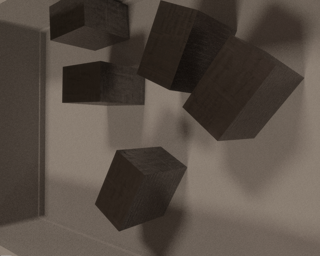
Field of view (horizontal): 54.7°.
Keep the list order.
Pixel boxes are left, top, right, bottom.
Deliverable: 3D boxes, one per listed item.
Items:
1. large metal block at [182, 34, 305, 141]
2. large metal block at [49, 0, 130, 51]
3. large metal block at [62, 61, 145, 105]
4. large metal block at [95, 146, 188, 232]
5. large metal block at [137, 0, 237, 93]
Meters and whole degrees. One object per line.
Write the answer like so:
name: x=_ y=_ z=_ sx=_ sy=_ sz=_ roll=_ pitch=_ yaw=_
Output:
large metal block: x=0.082 y=-0.035 z=0.302 sx=0.050 sy=0.081 sz=0.080 roll=47 pitch=118 yaw=29
large metal block: x=-0.103 y=-0.154 z=0.453 sx=0.080 sy=0.081 sz=0.050 roll=-4 pitch=87 yaw=39
large metal block: x=-0.078 y=-0.058 z=0.433 sx=0.080 sy=0.081 sz=0.050 roll=2 pitch=92 yaw=39
large metal block: x=-0.023 y=0.072 z=0.388 sx=0.050 sy=0.081 sz=0.079 roll=37 pitch=112 yaw=33
large metal block: x=0.031 y=-0.085 z=0.344 sx=0.050 sy=0.081 sz=0.079 roll=31 pitch=109 yaw=35
